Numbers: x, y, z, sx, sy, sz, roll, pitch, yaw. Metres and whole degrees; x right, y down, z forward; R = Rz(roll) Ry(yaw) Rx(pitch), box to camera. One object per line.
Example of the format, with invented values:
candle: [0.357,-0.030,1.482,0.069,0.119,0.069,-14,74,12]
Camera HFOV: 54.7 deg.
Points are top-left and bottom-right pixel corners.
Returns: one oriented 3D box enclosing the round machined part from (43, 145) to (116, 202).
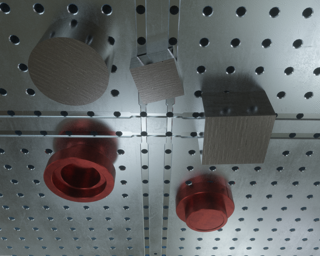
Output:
round machined part: [-0.114,0.063,0.453,0.099,0.042,0.097,0,130,0]

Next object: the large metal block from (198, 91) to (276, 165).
large metal block: [0.093,0.001,0.397,0.080,0.050,0.079,-2,130,1]

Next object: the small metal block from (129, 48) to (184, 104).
small metal block: [-0.003,-0.060,0.361,0.050,0.025,0.050,-12,129,10]

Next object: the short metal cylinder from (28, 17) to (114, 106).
short metal cylinder: [-0.092,-0.071,0.334,0.081,0.050,0.079,0,130,0]

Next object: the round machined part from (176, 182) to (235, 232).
round machined part: [0.076,0.138,0.519,0.099,0.042,0.097,0,130,0]
